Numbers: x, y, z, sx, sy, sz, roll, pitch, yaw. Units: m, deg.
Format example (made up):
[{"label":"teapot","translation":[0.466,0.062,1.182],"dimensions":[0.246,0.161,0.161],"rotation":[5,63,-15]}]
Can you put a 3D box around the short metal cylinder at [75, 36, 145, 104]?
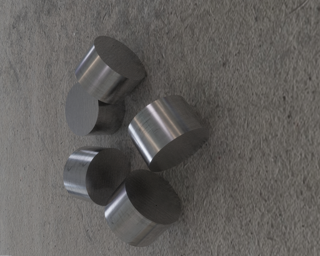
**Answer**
[{"label":"short metal cylinder","translation":[-0.068,-0.079,0.425],"dimensions":[0.050,0.081,0.080],"rotation":[-44,64,31]}]

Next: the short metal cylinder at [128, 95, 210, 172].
[{"label":"short metal cylinder","translation":[0.010,0.007,0.361],"dimensions":[0.080,0.081,0.050],"rotation":[-49,61,29]}]

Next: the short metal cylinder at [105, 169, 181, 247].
[{"label":"short metal cylinder","translation":[-0.021,0.098,0.387],"dimensions":[0.050,0.081,0.080],"rotation":[-51,60,28]}]

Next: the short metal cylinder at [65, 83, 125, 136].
[{"label":"short metal cylinder","translation":[-0.099,-0.028,0.471],"dimensions":[0.080,0.050,0.080],"rotation":[0,90,40]}]

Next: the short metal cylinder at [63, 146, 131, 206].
[{"label":"short metal cylinder","translation":[-0.089,0.067,0.442],"dimensions":[0.050,0.081,0.079],"rotation":[2,91,40]}]
